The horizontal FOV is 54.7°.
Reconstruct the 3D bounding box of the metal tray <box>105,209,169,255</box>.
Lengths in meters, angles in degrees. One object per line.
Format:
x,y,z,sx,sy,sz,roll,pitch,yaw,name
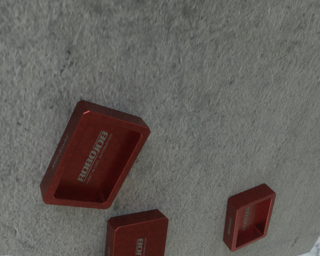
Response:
-0.039,0.198,0.484,0.091,0.030,0.129,-1,105,-31,metal tray

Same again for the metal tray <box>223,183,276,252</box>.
0.175,0.178,0.612,0.091,0.030,0.129,-16,125,-20,metal tray

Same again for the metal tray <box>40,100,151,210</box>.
-0.080,0.038,0.384,0.091,0.030,0.129,17,109,-35,metal tray
